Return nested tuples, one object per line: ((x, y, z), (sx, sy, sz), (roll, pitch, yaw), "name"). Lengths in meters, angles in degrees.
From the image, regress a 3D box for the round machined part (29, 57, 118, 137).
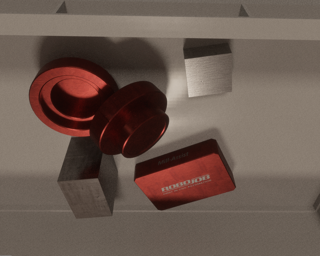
((-0.096, -0.039, 0.363), (0.099, 0.042, 0.097), (-1, 130, 0), "round machined part")

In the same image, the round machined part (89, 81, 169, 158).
((-0.028, -0.003, 0.359), (0.099, 0.042, 0.098), (-36, 155, -19), "round machined part")

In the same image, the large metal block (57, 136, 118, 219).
((-0.095, 0.067, 0.428), (0.050, 0.080, 0.080), (-5, 130, 4), "large metal block")

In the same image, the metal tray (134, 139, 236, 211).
((0.038, 0.074, 0.470), (0.130, 0.030, 0.090), (-20, 128, 16), "metal tray")

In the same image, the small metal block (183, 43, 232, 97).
((0.055, -0.066, 0.354), (0.050, 0.025, 0.050), (-7, 130, 5), "small metal block")
